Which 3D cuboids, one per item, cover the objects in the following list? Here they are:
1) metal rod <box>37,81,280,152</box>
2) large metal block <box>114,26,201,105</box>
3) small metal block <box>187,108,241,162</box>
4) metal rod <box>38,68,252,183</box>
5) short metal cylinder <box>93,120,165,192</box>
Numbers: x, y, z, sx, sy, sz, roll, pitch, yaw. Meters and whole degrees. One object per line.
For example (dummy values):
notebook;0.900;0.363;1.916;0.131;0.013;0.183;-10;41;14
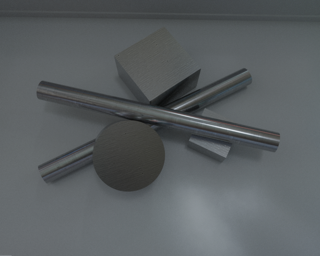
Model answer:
metal rod;-0.005;-0.016;0.387;0.302;0.025;0.025;13;71;4
large metal block;-0.004;-0.077;0.422;0.080;0.050;0.080;-34;74;-12
small metal block;0.070;0.010;0.404;0.050;0.025;0.050;25;72;8
metal rod;-0.012;-0.008;0.410;0.302;0.025;0.025;-26;72;-10
short metal cylinder;-0.039;0.030;0.368;0.081;0.050;0.079;0;92;-12
